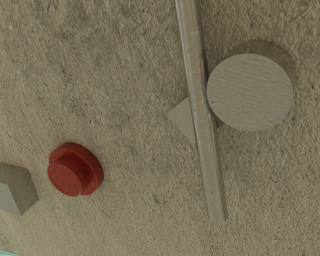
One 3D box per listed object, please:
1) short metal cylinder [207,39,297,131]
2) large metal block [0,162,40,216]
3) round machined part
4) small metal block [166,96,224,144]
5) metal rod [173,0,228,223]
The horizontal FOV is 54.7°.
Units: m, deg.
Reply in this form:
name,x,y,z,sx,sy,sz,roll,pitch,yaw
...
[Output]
name,x,y,z,sx,sy,sz,roll,pitch,yaw
short metal cylinder,0.093,-0.044,0.314,0.080,0.050,0.079,13,124,20
large metal block,-0.301,0.121,0.620,0.080,0.050,0.079,8,122,23
round machined part,-0.147,0.076,0.518,0.098,0.042,0.097,13,124,20
small metal block,0.044,-0.016,0.373,0.050,0.025,0.050,48,129,-6
metal rod,0.043,-0.033,0.332,0.025,0.025,0.298,-2,109,28
